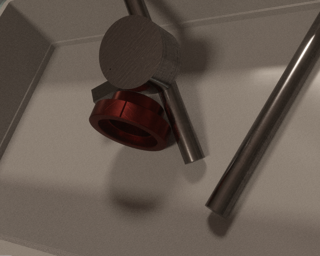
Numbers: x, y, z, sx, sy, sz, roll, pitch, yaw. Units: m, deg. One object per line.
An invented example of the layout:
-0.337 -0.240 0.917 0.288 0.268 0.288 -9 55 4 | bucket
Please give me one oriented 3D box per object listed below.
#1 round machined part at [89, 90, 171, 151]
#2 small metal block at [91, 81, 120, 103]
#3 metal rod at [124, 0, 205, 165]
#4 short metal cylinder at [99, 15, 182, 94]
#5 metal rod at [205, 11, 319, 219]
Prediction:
-0.033 -0.011 0.381 0.098 0.098 0.042 5 65 30 | round machined part
-0.062 -0.044 0.448 0.050 0.050 0.025 -27 53 11 | small metal block
-0.009 -0.099 0.391 0.025 0.025 0.299 -23 79 14 | metal rod
-0.022 -0.081 0.354 0.080 0.050 0.079 -1 89 27 | short metal cylinder
0.139 -0.035 0.353 0.025 0.025 0.300 25 75 36 | metal rod
